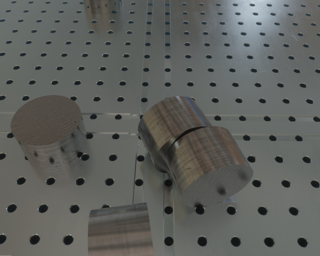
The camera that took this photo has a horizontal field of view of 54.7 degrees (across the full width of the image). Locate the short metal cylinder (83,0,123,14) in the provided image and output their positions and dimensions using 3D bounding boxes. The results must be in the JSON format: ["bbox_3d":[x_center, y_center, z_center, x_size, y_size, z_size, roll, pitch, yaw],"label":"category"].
[{"bbox_3d":[-0.116,-0.272,0.618,0.081,0.050,0.080,1,50,0],"label":"short metal cylinder"}]

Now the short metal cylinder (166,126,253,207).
[{"bbox_3d":[0.052,0.043,0.336,0.081,0.080,0.050,-13,52,-11],"label":"short metal cylinder"}]

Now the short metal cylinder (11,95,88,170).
[{"bbox_3d":[-0.135,0.005,0.386,0.081,0.050,0.080,0,50,0],"label":"short metal cylinder"}]

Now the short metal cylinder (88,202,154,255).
[{"bbox_3d":[-0.032,0.111,0.278,0.050,0.080,0.080,-7,51,-6],"label":"short metal cylinder"}]

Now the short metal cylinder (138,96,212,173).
[{"bbox_3d":[0.021,0.009,0.365,0.081,0.080,0.050,-18,53,-15],"label":"short metal cylinder"}]
